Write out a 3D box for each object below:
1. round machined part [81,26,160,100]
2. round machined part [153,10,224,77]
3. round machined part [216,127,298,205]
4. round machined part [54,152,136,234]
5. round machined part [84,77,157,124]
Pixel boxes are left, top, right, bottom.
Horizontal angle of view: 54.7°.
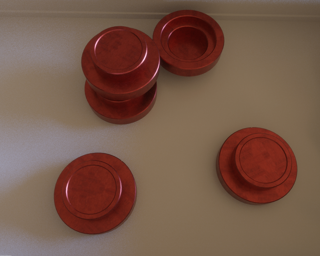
[{"bbox_3d":[-0.049,-0.087,0.387,0.099,0.042,0.098,0,70,0],"label":"round machined part"},{"bbox_3d":[0.039,-0.116,0.444,0.099,0.042,0.098,0,70,-1],"label":"round machined part"},{"bbox_3d":[0.122,0.044,0.386,0.099,0.042,0.098,0,70,-1],"label":"round machined part"},{"bbox_3d":[-0.078,0.076,0.372,0.099,0.042,0.098,0,70,-1],"label":"round machined part"},{"bbox_3d":[-0.053,-0.058,0.421,0.099,0.042,0.098,0,70,0],"label":"round machined part"}]
